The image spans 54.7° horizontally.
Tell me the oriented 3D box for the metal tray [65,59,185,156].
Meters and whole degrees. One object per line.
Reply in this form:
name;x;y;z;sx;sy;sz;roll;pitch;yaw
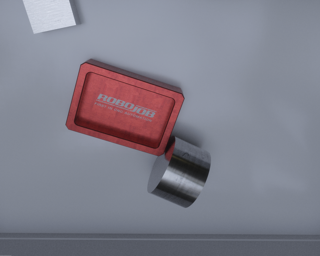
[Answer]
metal tray;-0.044;-0.025;0.398;0.131;0.030;0.089;17;109;-7

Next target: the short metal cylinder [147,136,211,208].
short metal cylinder;0.024;0.057;0.403;0.050;0.080;0.080;25;108;-9

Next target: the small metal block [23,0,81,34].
small metal block;-0.126;-0.140;0.358;0.050;0.025;0.050;-11;110;3
